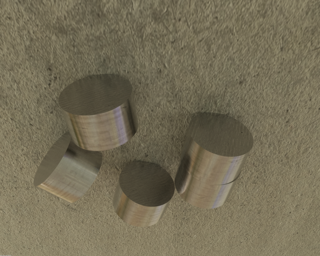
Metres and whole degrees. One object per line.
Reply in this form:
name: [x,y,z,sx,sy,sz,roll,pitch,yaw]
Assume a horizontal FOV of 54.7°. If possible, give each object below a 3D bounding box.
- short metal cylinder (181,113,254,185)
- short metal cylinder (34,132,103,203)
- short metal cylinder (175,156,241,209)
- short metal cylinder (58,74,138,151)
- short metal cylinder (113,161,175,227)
short metal cylinder: [0.070,0.025,0.393,0.081,0.080,0.050,7,130,-6]
short metal cylinder: [-0.123,0.053,0.415,0.050,0.080,0.080,37,121,-27]
short metal cylinder: [0.064,0.062,0.425,0.081,0.080,0.050,7,130,-6]
short metal cylinder: [-0.068,-0.019,0.354,0.080,0.080,0.050,-4,130,3]
short metal cylinder: [-0.024,0.095,0.452,0.081,0.080,0.050,12,129,-10]
